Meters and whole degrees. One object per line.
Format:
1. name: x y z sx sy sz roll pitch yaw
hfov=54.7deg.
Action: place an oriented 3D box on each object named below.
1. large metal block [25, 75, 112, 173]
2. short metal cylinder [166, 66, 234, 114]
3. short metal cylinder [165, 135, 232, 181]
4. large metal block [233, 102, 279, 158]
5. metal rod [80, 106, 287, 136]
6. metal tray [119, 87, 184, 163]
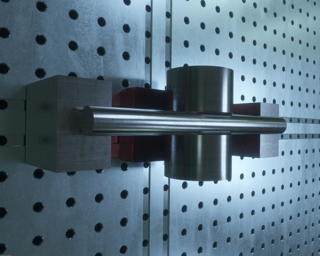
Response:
1. large metal block: -0.089 -0.003 0.297 0.050 0.080 0.080 1 90 -40
2. short metal cylinder: 0.048 -0.043 0.374 0.081 0.080 0.050 1 90 -40
3. short metal cylinder: 0.046 0.032 0.372 0.081 0.080 0.050 1 90 -40
4. large metal block: 0.136 0.003 0.485 0.050 0.080 0.080 1 90 -40
5. metal rod: 0.056 -0.005 0.351 0.302 0.025 0.025 1 90 -40
6. metal tray: 0.009 -0.003 0.413 0.131 0.030 0.089 2 89 -40
